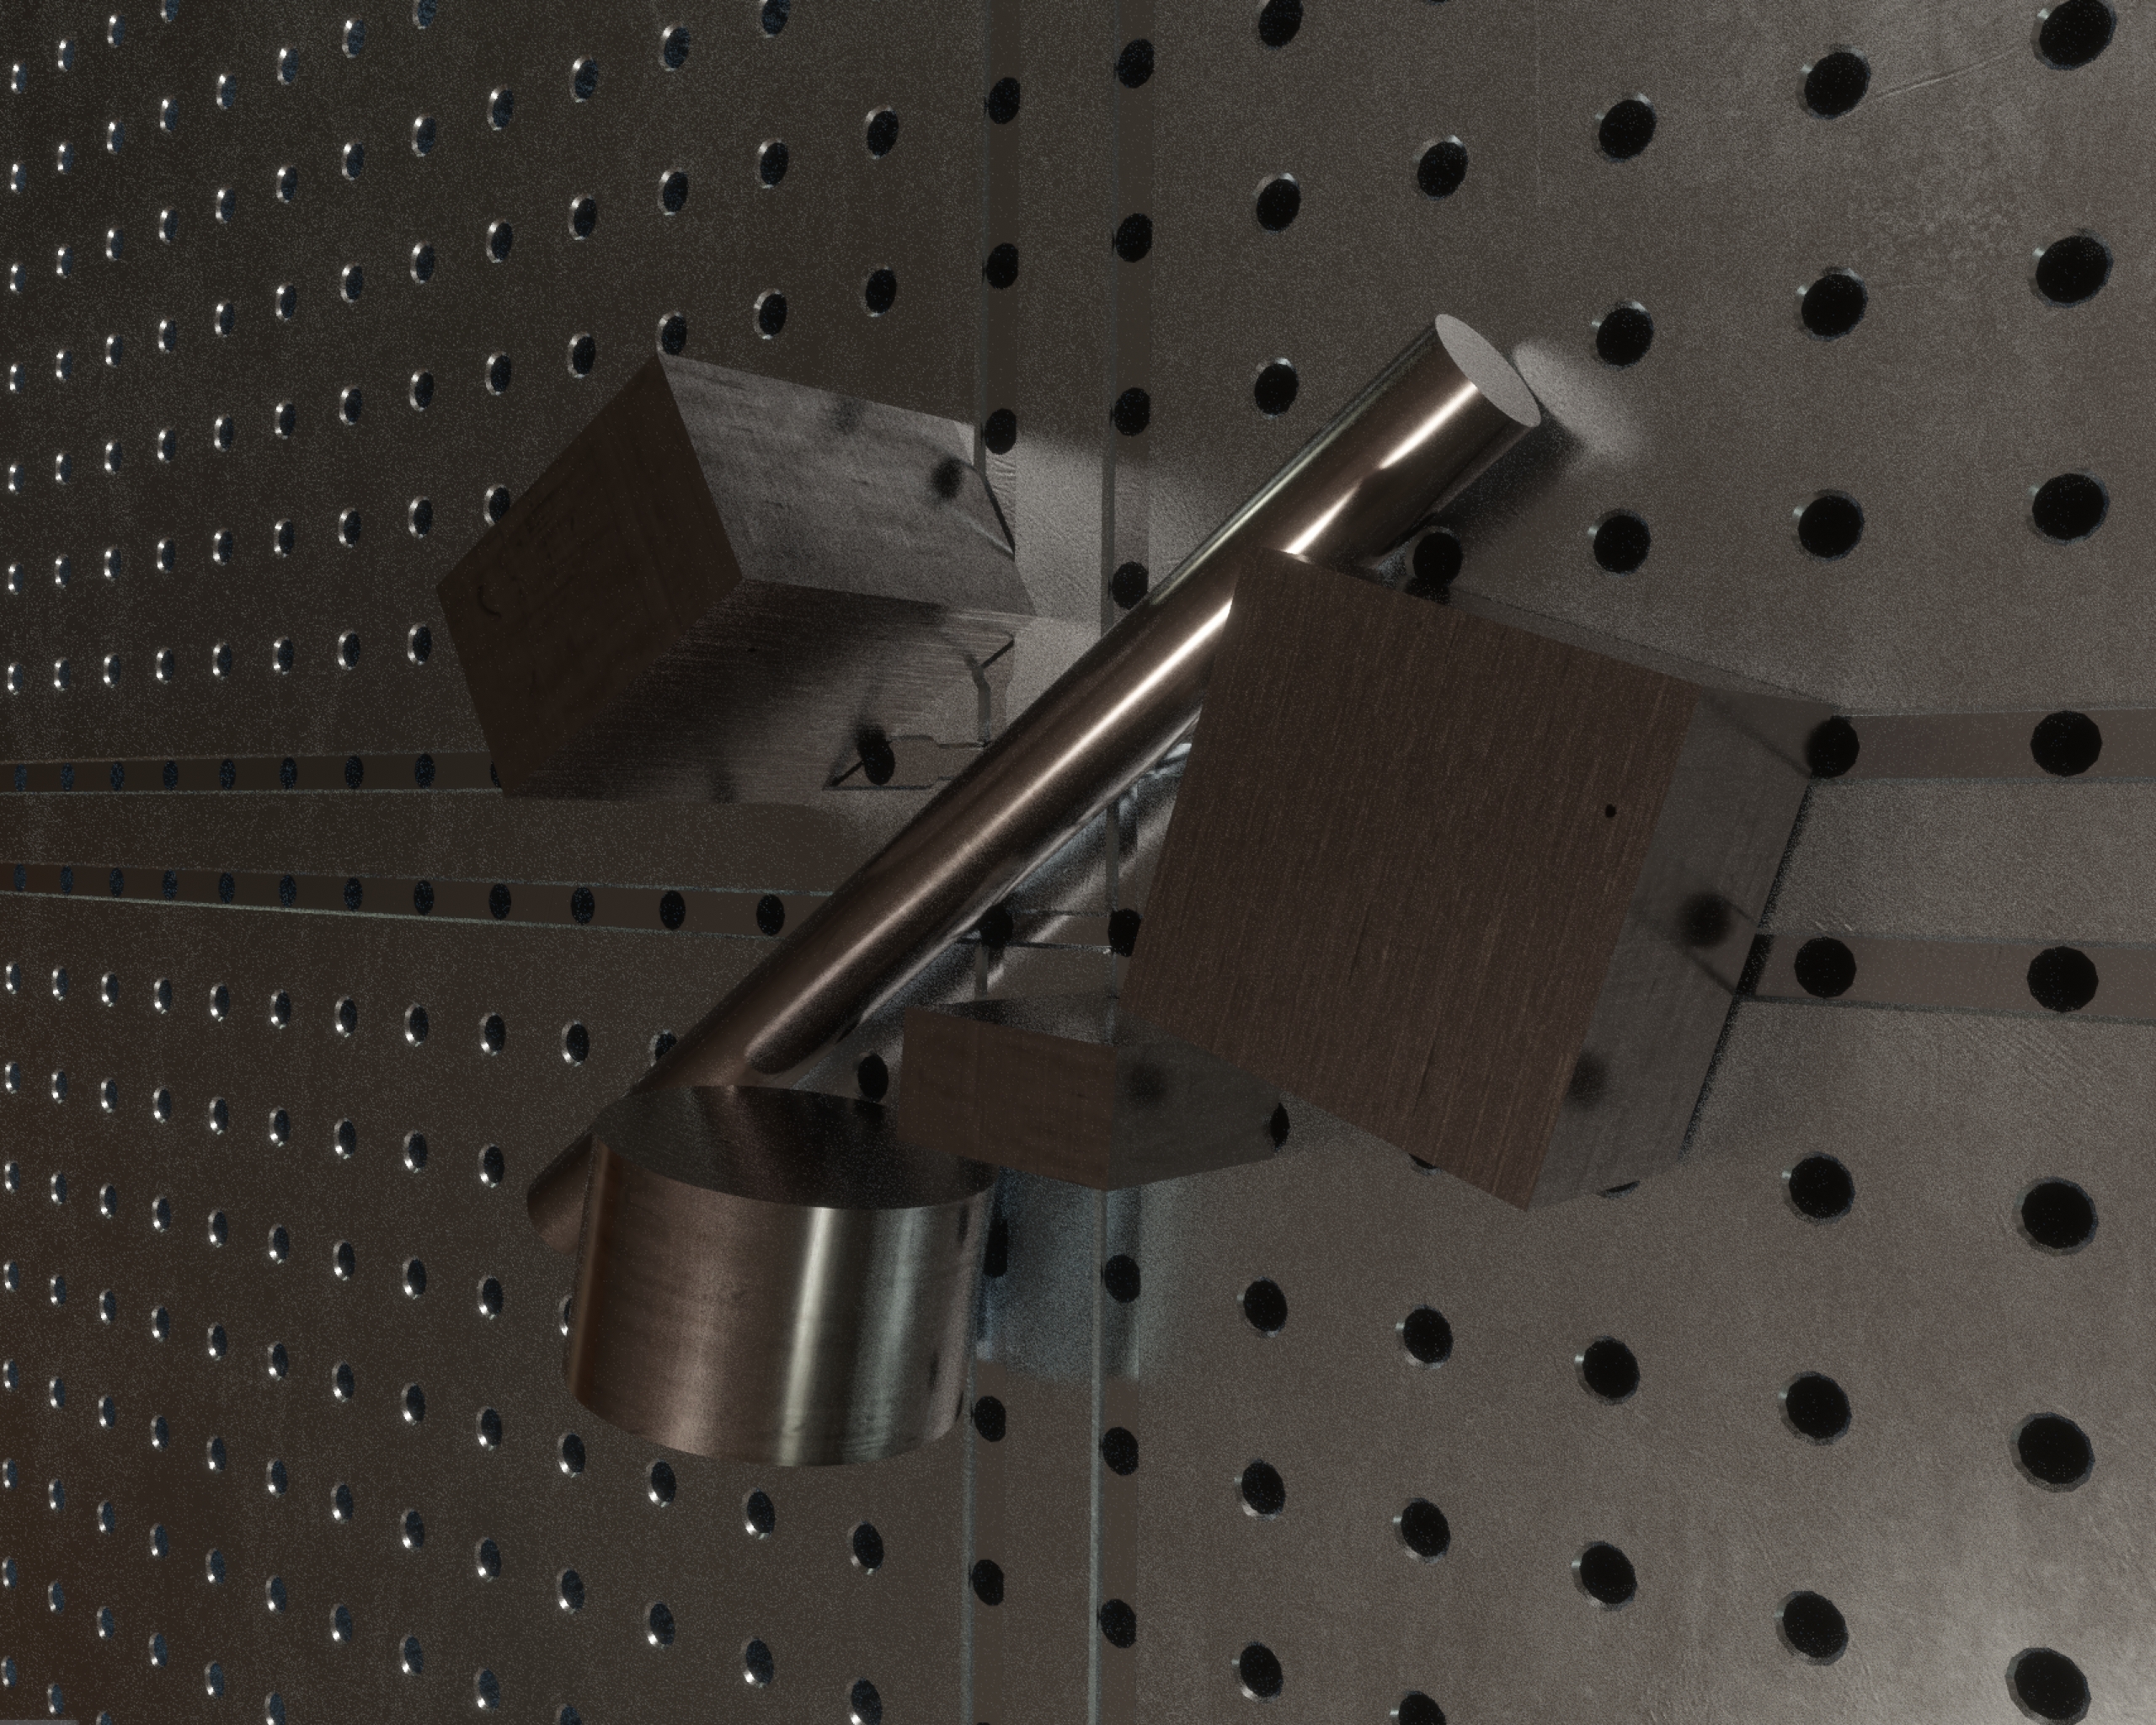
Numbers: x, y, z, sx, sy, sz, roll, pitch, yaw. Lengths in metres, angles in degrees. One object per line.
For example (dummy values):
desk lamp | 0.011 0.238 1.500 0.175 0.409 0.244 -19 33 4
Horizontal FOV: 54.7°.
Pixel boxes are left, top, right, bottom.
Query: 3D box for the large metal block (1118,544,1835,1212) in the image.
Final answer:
large metal block | 0.062 0.000 0.337 0.080 0.050 0.079 25 105 37

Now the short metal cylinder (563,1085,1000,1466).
short metal cylinder | -0.059 0.080 0.419 0.080 0.081 0.050 15 100 38

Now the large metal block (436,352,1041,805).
large metal block | -0.070 -0.054 0.430 0.080 0.081 0.050 -35 69 34

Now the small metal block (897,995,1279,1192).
small metal block | 0.003 0.041 0.389 0.050 0.050 0.025 7 95 39

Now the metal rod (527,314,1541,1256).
metal rod | -0.027 0.001 0.428 0.299 0.025 0.025 -41 65 32
